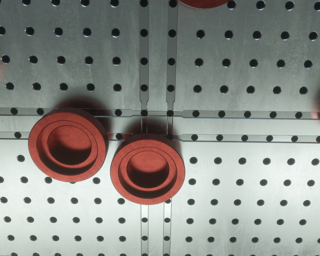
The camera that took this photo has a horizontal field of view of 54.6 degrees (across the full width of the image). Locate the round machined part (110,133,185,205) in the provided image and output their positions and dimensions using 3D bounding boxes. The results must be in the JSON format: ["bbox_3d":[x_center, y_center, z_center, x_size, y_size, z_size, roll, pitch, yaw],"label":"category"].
[{"bbox_3d":[-0.016,0.052,0.423,0.099,0.042,0.097,0,110,0],"label":"round machined part"}]

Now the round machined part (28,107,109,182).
[{"bbox_3d":[-0.117,0.019,0.410,0.099,0.042,0.097,0,110,0],"label":"round machined part"}]

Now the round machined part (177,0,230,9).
[{"bbox_3d":[0.048,-0.182,0.338,0.099,0.042,0.097,0,110,0],"label":"round machined part"}]
